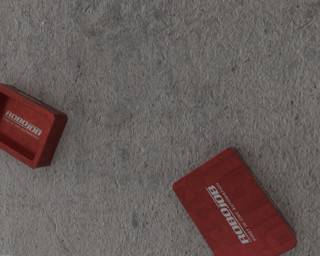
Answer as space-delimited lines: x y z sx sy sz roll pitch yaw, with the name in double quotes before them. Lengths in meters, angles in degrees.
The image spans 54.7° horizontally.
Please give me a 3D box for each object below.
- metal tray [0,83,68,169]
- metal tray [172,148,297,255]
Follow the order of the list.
"metal tray" -0.216 -0.005 0.482 0.130 0.030 0.090 26 99 18
"metal tray" 0.087 0.099 0.375 0.090 0.030 0.130 -36 79 16
